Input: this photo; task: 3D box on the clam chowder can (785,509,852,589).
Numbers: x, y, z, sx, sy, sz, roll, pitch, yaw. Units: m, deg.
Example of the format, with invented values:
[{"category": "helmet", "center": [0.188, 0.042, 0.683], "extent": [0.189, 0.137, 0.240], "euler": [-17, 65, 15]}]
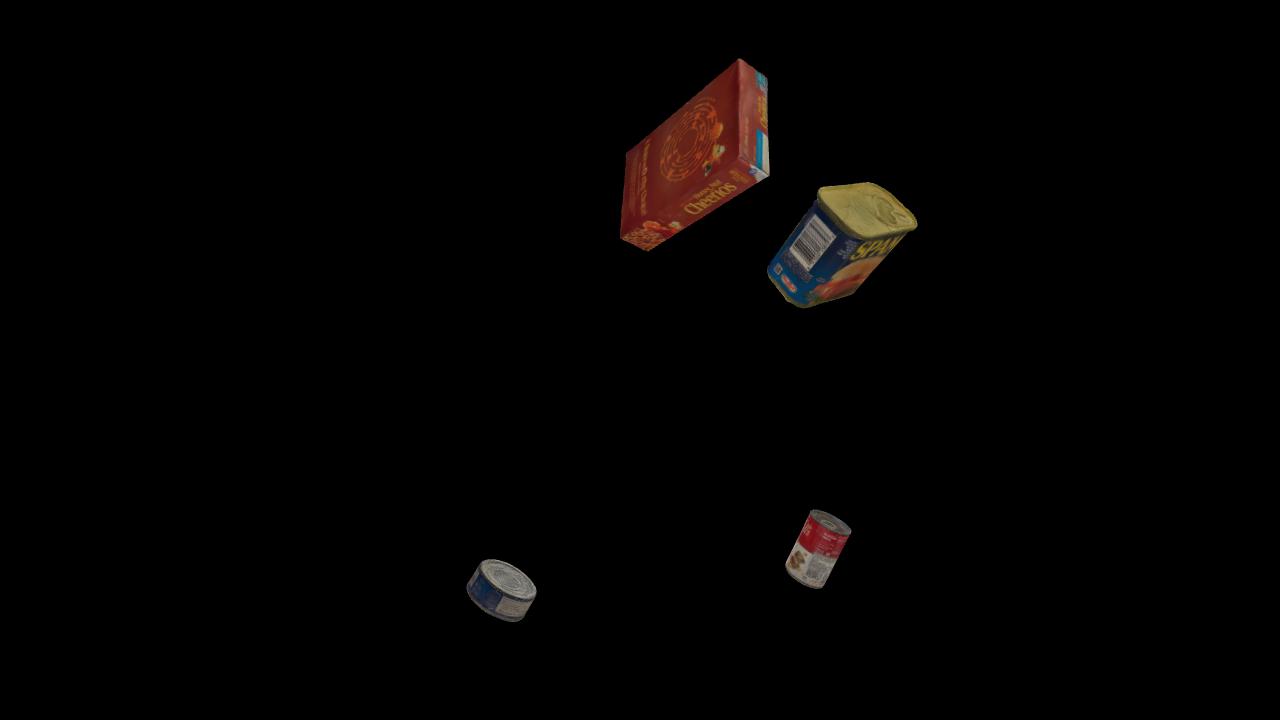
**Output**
[{"category": "clam chowder can", "center": [0.279, 0.297, 0.967], "extent": [0.068, 0.102, 0.068], "euler": [20, 11, -4]}]

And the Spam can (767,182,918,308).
[{"category": "Spam can", "center": [0.166, -0.095, 0.515], "extent": [0.101, 0.058, 0.085], "euler": [-16, -29, -38]}]

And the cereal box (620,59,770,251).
[{"category": "cereal box", "center": [0.088, -0.344, 1.072], "extent": [0.081, 0.203, 0.306], "euler": [19, -28, -35]}]

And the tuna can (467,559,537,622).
[{"category": "tuna can", "center": [-0.174, 0.290, 0.779], "extent": [0.084, 0.034, 0.084], "euler": [31, 1, 0]}]
